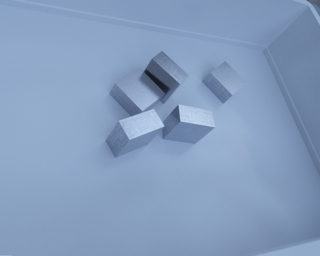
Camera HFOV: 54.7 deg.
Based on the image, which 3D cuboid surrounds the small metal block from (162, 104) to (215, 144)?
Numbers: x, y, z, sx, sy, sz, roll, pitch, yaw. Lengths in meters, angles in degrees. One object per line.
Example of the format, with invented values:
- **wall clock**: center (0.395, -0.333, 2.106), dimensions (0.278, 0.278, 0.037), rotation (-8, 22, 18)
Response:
- **small metal block**: center (0.036, -0.004, 0.411), dimensions (0.050, 0.050, 0.025), rotation (9, 58, -24)

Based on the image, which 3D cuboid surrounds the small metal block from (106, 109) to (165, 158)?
- **small metal block**: center (-0.030, 0.007, 0.369), dimensions (0.050, 0.050, 0.025), rotation (-21, 73, -36)

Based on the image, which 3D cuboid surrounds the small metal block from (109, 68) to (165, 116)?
- **small metal block**: center (-0.030, -0.046, 0.417), dimensions (0.050, 0.025, 0.050), rotation (46, 51, 4)

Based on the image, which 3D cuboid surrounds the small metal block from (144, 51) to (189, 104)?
- **small metal block**: center (0.004, -0.070, 0.434), dimensions (0.050, 0.050, 0.025), rotation (43, 51, 1)

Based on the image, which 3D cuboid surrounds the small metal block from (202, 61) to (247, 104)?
- **small metal block**: center (0.106, -0.076, 0.508), dimensions (0.050, 0.025, 0.050), rotation (47, 51, 4)
